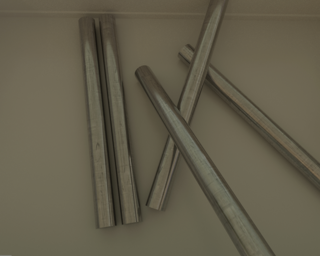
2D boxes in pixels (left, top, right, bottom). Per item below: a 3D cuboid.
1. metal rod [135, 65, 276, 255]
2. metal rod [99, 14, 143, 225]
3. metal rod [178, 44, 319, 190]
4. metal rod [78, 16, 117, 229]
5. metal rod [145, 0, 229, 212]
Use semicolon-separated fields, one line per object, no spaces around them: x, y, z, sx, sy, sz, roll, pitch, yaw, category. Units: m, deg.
0.033;0.021;0.343;0.025;0.025;0.300;-23;49;-8;metal rod
-0.056;-0.026;0.418;0.025;0.025;0.299;-9;70;-3;metal rod
0.135;-0.007;0.412;0.025;0.025;0.300;-40;75;-13;metal rod
-0.087;-0.021;0.416;0.025;0.025;0.299;-9;70;-3;metal rod
0.039;-0.042;0.405;0.025;0.025;0.299;17;78;6;metal rod
